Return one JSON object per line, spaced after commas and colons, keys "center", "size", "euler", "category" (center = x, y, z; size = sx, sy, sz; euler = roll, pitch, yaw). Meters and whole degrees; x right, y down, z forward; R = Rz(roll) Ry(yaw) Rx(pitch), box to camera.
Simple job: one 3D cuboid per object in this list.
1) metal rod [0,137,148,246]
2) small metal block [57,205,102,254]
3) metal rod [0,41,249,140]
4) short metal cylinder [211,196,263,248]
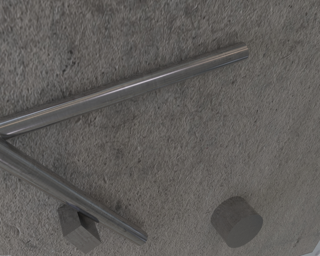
{"center": [-0.101, 0.095, 0.396], "size": [0.025, 0.025, 0.300], "euler": [-41, 134, -1], "category": "metal rod"}
{"center": [-0.108, 0.131, 0.413], "size": [0.025, 0.050, 0.050], "euler": [-34, 129, -5], "category": "small metal block"}
{"center": [-0.028, -0.049, 0.360], "size": [0.302, 0.025, 0.025], "euler": [-21, 127, -16], "category": "metal rod"}
{"center": [0.143, 0.175, 0.577], "size": [0.081, 0.050, 0.079], "euler": [-14, 124, -21], "category": "short metal cylinder"}
